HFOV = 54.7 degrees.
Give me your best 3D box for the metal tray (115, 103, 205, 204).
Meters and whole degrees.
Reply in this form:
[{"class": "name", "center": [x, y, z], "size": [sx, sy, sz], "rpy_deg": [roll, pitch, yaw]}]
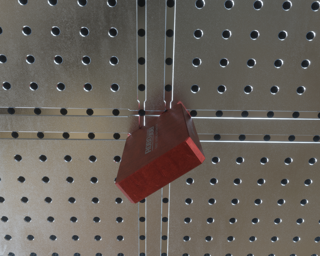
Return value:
[{"class": "metal tray", "center": [-0.001, 0.023, 0.366], "size": [0.090, 0.130, 0.030], "rpy_deg": [-33, 107, 11]}]
